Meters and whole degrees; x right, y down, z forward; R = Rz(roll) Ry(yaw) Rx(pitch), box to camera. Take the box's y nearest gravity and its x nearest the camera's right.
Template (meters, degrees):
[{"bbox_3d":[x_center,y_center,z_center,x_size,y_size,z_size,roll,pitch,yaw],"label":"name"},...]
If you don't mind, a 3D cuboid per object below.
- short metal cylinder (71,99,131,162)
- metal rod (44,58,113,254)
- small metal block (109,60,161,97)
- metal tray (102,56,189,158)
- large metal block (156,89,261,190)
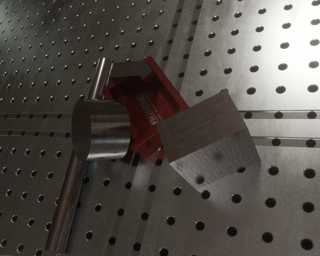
[{"bbox_3d":[-0.079,0.003,0.405,0.080,0.050,0.079,4,95,58],"label":"short metal cylinder"},{"bbox_3d":[-0.111,0.021,0.451,0.025,0.025,0.299,-6,59,25],"label":"metal rod"},{"bbox_3d":[-0.034,-0.067,0.433,0.050,0.050,0.025,2,63,29],"label":"small metal block"},{"bbox_3d":[-0.019,-0.034,0.434,0.090,0.030,0.130,-35,51,4],"label":"metal tray"},{"bbox_3d":[0.054,0.016,0.334,0.080,0.080,0.050,-27,53,11],"label":"large metal block"}]
